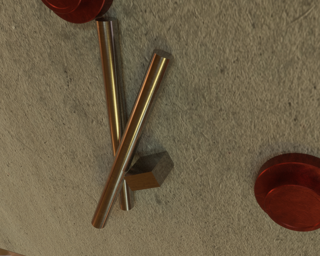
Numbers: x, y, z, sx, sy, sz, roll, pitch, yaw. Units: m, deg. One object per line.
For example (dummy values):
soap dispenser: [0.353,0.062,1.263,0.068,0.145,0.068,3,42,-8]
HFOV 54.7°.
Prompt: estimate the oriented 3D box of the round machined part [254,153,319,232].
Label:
round machined part: [0.160,0.081,0.362,0.098,0.042,0.097,13,124,21]

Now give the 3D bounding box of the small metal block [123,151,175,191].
small metal block: [-0.015,0.060,0.436,0.050,0.050,0.025,-16,110,34]

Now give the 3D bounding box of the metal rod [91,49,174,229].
metal rod: [-0.047,0.034,0.427,0.025,0.025,0.298,29,120,9]

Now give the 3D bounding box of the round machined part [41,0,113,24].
round machined part: [-0.103,-0.167,0.347,0.098,0.042,0.097,13,124,21]

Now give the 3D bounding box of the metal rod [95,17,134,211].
metal rod: [-0.059,0.001,0.438,0.025,0.025,0.298,12,124,21]
